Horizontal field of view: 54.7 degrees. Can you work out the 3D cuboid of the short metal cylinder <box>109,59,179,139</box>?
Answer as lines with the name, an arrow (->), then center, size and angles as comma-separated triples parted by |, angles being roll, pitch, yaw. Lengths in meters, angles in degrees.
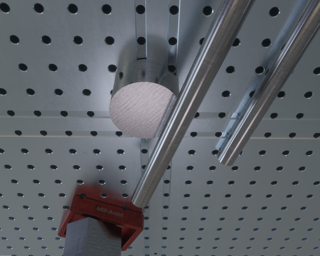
short metal cylinder -> -0.017, -0.034, 0.366 | 0.081, 0.050, 0.079 | 0, 130, 0

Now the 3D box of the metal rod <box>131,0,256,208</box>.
metal rod -> 0.021, -0.007, 0.339 | 0.025, 0.025, 0.298 | 15, 129, -12

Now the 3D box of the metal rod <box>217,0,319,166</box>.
metal rod -> 0.137, -0.063, 0.358 | 0.025, 0.025, 0.298 | 12, 129, -11

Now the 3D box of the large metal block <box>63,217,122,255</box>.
large metal block -> -0.111, 0.203, 0.516 | 0.050, 0.080, 0.080 | -24, 140, 28

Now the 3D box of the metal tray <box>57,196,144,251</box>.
metal tray -> -0.105, 0.174, 0.554 | 0.131, 0.030, 0.089 | 20, 127, -17
